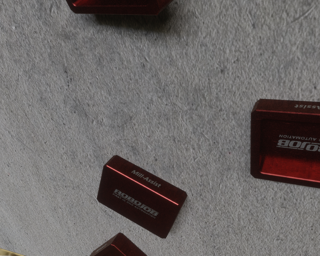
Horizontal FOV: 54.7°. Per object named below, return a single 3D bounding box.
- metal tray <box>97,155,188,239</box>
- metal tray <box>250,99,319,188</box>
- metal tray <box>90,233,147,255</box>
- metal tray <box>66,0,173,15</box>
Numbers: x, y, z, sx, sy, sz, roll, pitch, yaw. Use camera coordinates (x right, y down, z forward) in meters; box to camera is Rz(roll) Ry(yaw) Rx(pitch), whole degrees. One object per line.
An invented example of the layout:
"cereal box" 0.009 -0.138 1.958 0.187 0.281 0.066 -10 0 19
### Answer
"metal tray" -0.032 0.109 0.488 0.130 0.030 0.089 27 128 11
"metal tray" 0.165 0.019 0.327 0.130 0.030 0.089 6 121 25
"metal tray" -0.083 0.268 0.612 0.090 0.030 0.129 43 129 -2
"metal tray" -0.055 -0.158 0.298 0.130 0.030 0.090 16 145 35
